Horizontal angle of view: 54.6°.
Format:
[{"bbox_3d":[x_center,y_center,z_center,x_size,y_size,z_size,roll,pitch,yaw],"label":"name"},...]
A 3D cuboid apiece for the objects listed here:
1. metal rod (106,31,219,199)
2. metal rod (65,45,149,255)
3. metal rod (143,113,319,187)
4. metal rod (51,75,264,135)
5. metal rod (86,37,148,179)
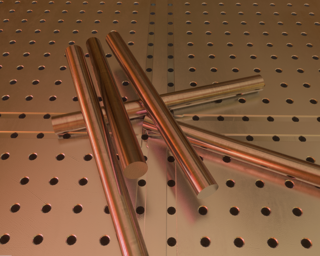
[{"bbox_3d":[-0.013,-0.039,0.406,0.025,0.025,0.300,-19,52,-15],"label":"metal rod"},{"bbox_3d":[-0.073,0.010,0.374,0.025,0.025,0.299,-16,60,-13],"label":"metal rod"},{"bbox_3d":[0.121,0.035,0.378,0.301,0.025,0.025,18,52,14],"label":"metal rod"},{"bbox_3d":[0.005,-0.035,0.437,0.302,0.025,0.025,-13,51,-11],"label":"metal rod"},{"bbox_3d":[-0.069,-0.050,0.419,0.025,0.025,0.300,-14,42,-11],"label":"metal rod"}]
